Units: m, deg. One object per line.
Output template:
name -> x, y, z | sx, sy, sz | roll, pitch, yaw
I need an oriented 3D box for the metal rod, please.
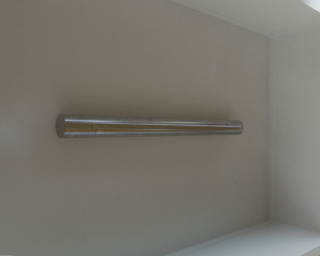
metal rod -> 0.013, -0.001, 0.417 | 0.302, 0.025, 0.025 | 0, 90, -40
